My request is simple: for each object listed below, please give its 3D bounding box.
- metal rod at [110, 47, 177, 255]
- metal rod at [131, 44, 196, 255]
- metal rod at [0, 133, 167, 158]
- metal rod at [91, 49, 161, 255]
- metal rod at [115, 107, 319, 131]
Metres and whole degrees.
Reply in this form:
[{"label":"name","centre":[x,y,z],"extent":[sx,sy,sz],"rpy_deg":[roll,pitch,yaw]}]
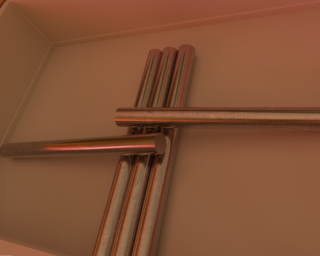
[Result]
[{"label":"metal rod","centre":[-0.014,0.018,0.399],"extent":[0.025,0.025,0.300],"rpy_deg":[-1,61,27]},{"label":"metal rod","centre":[0.009,0.018,0.387],"extent":[0.025,0.025,0.300],"rpy_deg":[-1,61,27]},{"label":"metal rod","centre":[-0.126,0.028,0.430],"extent":[0.300,0.025,0.025],"rpy_deg":[-4,60,32]},{"label":"metal rod","centre":[-0.035,0.019,0.410],"extent":[0.025,0.025,0.300],"rpy_deg":[-1,61,27]},{"label":"metal rod","centre":[0.089,-0.011,0.341],"extent":[0.301,0.025,0.025],"rpy_deg":[1,62,21]}]
